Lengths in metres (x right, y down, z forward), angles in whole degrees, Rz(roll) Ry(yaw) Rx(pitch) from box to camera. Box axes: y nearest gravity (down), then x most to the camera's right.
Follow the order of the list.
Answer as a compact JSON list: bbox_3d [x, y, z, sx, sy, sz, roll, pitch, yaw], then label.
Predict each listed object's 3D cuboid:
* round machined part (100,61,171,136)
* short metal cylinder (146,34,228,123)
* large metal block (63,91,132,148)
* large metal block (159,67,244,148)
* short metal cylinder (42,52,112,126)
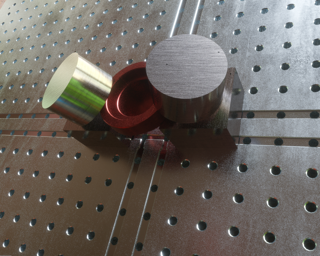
[{"bbox_3d":[-0.024,-0.033,0.393,0.098,0.042,0.098,-13,56,21],"label":"round machined part"},{"bbox_3d":[0.028,-0.052,0.328,0.080,0.050,0.080,-2,63,4],"label":"short metal cylinder"},{"bbox_3d":[-0.079,-0.020,0.446,0.080,0.050,0.080,1,62,28],"label":"large metal block"},{"bbox_3d":[0.053,-0.023,0.378,0.080,0.050,0.080,-1,61,28],"label":"large metal block"},{"bbox_3d":[-0.106,-0.049,0.397,0.080,0.050,0.080,-31,43,34],"label":"short metal cylinder"}]
